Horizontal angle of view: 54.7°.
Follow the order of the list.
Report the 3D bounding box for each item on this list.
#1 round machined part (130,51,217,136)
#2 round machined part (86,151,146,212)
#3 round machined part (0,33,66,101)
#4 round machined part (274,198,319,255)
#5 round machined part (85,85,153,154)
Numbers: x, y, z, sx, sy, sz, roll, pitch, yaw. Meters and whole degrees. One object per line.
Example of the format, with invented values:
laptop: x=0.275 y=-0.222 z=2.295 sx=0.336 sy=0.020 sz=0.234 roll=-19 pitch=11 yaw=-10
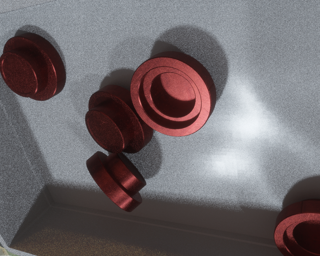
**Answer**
round machined part: x=0.018 y=-0.042 z=0.362 sx=0.098 sy=0.042 sz=0.097 roll=13 pitch=124 yaw=20
round machined part: x=-0.057 y=0.069 z=0.448 sx=0.042 sy=0.098 sz=0.098 roll=-41 pitch=97 yaw=-1
round machined part: x=-0.189 y=-0.083 z=0.446 sx=0.098 sy=0.042 sz=0.097 roll=13 pitch=124 yaw=21
round machined part: x=0.192 y=0.125 z=0.374 sx=0.098 sy=0.042 sz=0.097 roll=13 pitch=124 yaw=21
round machined part: x=-0.061 y=-0.005 z=0.413 sx=0.098 sy=0.042 sz=0.097 roll=25 pitch=136 yaw=26
